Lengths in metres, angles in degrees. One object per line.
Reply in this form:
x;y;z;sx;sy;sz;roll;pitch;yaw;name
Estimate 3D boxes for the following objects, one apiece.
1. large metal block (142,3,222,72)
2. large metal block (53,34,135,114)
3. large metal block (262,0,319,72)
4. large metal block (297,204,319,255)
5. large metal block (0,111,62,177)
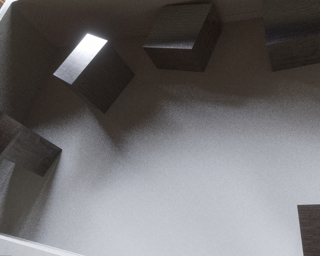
0.034;-0.131;0.453;0.080;0.050;0.080;12;68;33;large metal block
-0.097;-0.081;0.471;0.050;0.080;0.080;28;77;37;large metal block
0.171;-0.122;0.375;0.080;0.050;0.080;-8;58;24;large metal block
0.158;0.105;0.242;0.080;0.050;0.080;-8;58;24;large metal block
-0.212;0.023;0.468;0.080;0.080;0.050;22;74;36;large metal block
